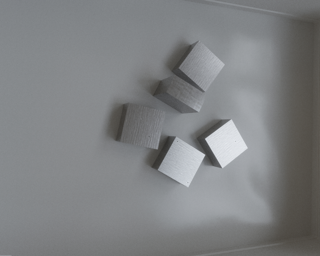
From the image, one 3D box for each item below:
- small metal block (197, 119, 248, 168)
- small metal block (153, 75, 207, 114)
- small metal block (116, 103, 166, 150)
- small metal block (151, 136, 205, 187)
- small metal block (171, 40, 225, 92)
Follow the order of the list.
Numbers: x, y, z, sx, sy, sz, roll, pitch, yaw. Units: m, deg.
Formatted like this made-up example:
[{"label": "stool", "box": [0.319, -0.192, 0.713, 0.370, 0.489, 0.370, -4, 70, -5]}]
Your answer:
[{"label": "small metal block", "box": [0.090, 0.022, 0.445, 0.050, 0.025, 0.050, -35, 102, -17]}, {"label": "small metal block", "box": [0.025, -0.043, 0.408, 0.050, 0.050, 0.025, 29, 80, -18]}, {"label": "small metal block", "box": [-0.025, -0.002, 0.402, 0.050, 0.025, 0.050, 13, 86, -20]}, {"label": "small metal block", "box": [0.025, 0.045, 0.421, 0.050, 0.025, 0.050, 33, 79, -18]}, {"label": "small metal block", "box": [0.053, -0.084, 0.431, 0.050, 0.025, 0.050, 39, 77, -16]}]
